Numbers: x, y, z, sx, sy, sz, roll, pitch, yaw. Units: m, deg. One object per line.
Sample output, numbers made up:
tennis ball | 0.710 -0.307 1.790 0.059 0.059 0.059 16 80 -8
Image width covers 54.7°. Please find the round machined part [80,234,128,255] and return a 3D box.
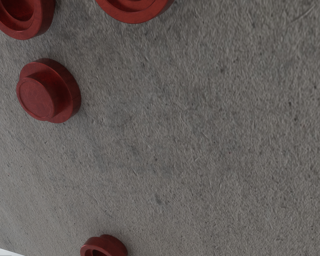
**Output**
round machined part | -0.102 0.247 0.603 0.098 0.042 0.097 13 124 21

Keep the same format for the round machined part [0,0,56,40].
round machined part | -0.171 -0.163 0.385 0.098 0.042 0.097 13 124 21

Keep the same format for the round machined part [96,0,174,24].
round machined part | -0.023 -0.158 0.310 0.098 0.042 0.097 13 124 21

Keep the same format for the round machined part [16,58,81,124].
round machined part | -0.169 -0.049 0.455 0.098 0.042 0.097 13 124 21
